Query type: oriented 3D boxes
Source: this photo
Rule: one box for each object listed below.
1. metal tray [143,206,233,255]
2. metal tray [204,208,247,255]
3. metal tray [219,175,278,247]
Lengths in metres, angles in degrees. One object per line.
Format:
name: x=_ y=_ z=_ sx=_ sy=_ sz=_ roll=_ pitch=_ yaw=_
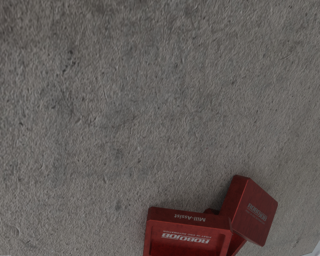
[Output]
metal tray: x=0.042 y=0.177 z=0.496 sx=0.131 sy=0.030 sz=0.089 roll=7 pitch=119 yaw=1
metal tray: x=0.114 y=0.207 z=0.593 sx=0.131 sy=0.030 sz=0.090 roll=24 pitch=105 yaw=-37
metal tray: x=0.162 y=0.151 z=0.559 sx=0.130 sy=0.030 sz=0.090 roll=38 pitch=70 yaw=-38
